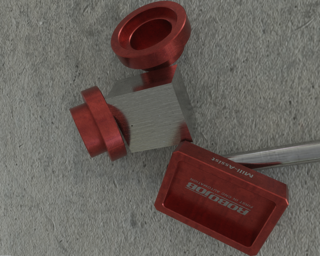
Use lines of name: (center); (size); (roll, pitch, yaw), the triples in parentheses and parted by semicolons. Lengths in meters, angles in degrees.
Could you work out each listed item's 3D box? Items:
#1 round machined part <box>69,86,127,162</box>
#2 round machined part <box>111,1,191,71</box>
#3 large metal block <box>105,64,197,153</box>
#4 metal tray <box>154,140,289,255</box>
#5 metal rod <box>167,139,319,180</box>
round machined part: (-0.082, -0.001, 0.394); (0.042, 0.098, 0.098); (-24, 81, -12)
round machined part: (-0.008, -0.109, 0.387); (0.098, 0.042, 0.098); (-13, 53, 17)
large metal block: (-0.007, -0.022, 0.378); (0.080, 0.050, 0.080); (-11, 121, 19)
metal tray: (0.067, 0.081, 0.359); (0.130, 0.030, 0.089); (24, 118, 11)
metal rod: (0.153, 0.030, 0.355); (0.301, 0.025, 0.025); (-11, 86, 19)
